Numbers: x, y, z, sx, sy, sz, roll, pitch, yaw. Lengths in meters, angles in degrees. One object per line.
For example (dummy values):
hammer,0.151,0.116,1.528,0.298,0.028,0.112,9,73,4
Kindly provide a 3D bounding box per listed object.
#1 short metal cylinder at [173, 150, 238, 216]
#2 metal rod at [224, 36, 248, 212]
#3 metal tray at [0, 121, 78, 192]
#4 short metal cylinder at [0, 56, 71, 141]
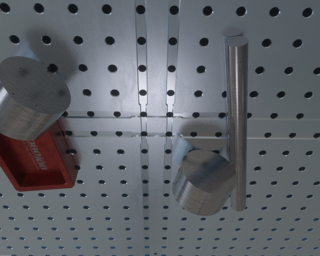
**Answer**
short metal cylinder,0.063,0.077,0.441,0.081,0.080,0.050,10,129,-9
metal rod,0.107,0.019,0.428,0.025,0.025,0.298,-8,130,6
metal tray,-0.179,0.035,0.436,0.090,0.030,0.129,-5,130,4
short metal cylinder,-0.149,-0.033,0.346,0.080,0.080,0.050,34,122,-26
